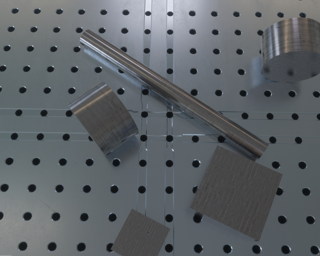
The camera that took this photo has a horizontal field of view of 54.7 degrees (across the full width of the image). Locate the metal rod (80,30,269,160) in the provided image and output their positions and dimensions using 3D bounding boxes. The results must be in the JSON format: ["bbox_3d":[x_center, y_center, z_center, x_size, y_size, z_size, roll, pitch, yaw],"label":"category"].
[{"bbox_3d":[0.012,-0.052,0.430,0.300,0.025,0.025,34,74,11],"label":"metal rod"}]

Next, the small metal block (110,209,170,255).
[{"bbox_3d":[-0.022,0.130,0.364,0.050,0.025,0.050,26,72,9],"label":"small metal block"}]

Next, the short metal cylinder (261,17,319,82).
[{"bbox_3d":[0.180,-0.103,0.422,0.080,0.080,0.050,4,70,1],"label":"short metal cylinder"}]

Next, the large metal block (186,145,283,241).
[{"bbox_3d":[0.087,0.079,0.370,0.080,0.050,0.080,25,72,8],"label":"large metal block"}]

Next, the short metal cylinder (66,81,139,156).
[{"bbox_3d":[-0.071,-0.011,0.386,0.050,0.080,0.080,-37,74,-12],"label":"short metal cylinder"}]
